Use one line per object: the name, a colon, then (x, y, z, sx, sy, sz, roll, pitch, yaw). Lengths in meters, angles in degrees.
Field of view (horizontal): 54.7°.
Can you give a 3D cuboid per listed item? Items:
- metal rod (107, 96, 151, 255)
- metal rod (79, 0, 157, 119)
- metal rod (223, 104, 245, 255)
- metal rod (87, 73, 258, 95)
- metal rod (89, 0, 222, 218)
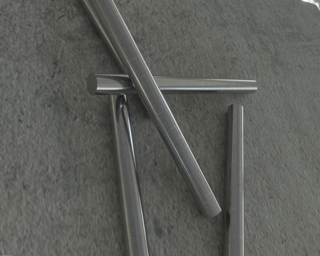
metal rod: (-0.030, 0.090, 0.333, 0.025, 0.025, 0.299, 4, 60, -27)
metal rod: (-0.079, -0.144, 0.450, 0.025, 0.025, 0.299, -20, 73, -36)
metal rod: (0.097, 0.091, 0.402, 0.025, 0.025, 0.300, 22, 53, -16)
metal rod: (0.041, -0.060, 0.441, 0.302, 0.025, 0.025, -6, 65, -39)
metal rod: (-0.005, -0.028, 0.362, 0.025, 0.025, 0.299, -33, 98, -38)
